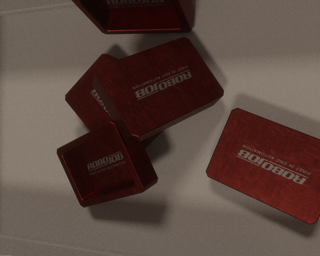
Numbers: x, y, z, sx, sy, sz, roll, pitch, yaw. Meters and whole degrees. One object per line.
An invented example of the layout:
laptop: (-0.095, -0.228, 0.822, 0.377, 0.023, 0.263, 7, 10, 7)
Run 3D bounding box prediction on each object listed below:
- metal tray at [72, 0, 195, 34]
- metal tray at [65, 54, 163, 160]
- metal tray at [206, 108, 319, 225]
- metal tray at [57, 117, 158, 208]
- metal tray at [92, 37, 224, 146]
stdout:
metal tray: (-0.031, -0.153, 0.383, 0.130, 0.090, 0.030, 5, 79, 19)
metal tray: (-0.060, -0.026, 0.428, 0.090, 0.030, 0.130, -44, 77, 14)
metal tray: (0.131, 0.040, 0.362, 0.130, 0.030, 0.089, 24, 98, 18)
metal tray: (-0.073, 0.048, 0.401, 0.130, 0.030, 0.090, -23, 91, 39)
metal tray: (0.000, -0.047, 0.365, 0.131, 0.030, 0.090, -26, 78, -25)
